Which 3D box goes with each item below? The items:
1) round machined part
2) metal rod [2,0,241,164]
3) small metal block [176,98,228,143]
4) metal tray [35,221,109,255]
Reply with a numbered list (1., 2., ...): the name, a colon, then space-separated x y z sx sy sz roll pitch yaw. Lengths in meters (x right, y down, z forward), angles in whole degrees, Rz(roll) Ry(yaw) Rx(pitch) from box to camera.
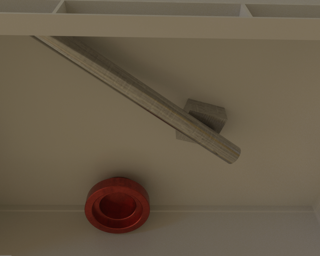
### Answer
1. round machined part: -0.066 0.116 0.488 0.099 0.042 0.097 -2 119 -3
2. metal rod: -0.027 -0.042 0.351 0.301 0.025 0.025 32 123 -17
3. small metal block: 0.053 -0.006 0.405 0.050 0.025 0.050 13 129 -12
4. metal tray: -0.174 0.238 0.609 0.090 0.030 0.130 34 122 -26
